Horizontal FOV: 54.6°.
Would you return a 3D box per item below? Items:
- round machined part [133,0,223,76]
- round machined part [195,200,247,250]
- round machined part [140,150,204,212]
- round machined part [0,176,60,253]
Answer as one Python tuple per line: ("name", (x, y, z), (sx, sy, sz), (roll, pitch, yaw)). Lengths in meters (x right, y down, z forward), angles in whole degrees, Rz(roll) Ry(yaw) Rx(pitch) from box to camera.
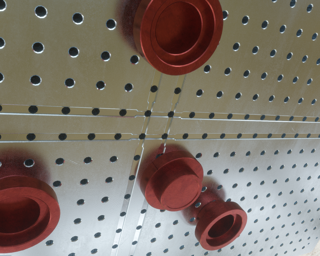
("round machined part", (0.017, -0.111, 0.340), (0.099, 0.042, 0.097), (-14, 124, -21))
("round machined part", (0.105, 0.171, 0.562), (0.099, 0.042, 0.097), (-14, 124, -21))
("round machined part", (0.024, 0.086, 0.465), (0.099, 0.042, 0.097), (-14, 124, -21))
("round machined part", (-0.172, 0.096, 0.365), (0.099, 0.042, 0.097), (-14, 124, -21))
